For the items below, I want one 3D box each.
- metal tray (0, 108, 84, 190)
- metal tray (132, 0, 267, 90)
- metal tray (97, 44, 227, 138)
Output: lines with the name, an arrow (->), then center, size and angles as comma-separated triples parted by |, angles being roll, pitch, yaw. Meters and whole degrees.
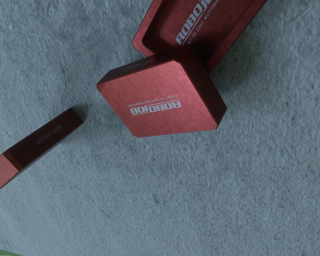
metal tray -> -0.180, 0.028, 0.449 | 0.090, 0.131, 0.030 | -33, 100, 38
metal tray -> 0.039, -0.112, 0.312 | 0.090, 0.030, 0.129 | 38, 129, 2
metal tray -> -0.001, -0.035, 0.355 | 0.130, 0.030, 0.090 | -8, 128, 42
